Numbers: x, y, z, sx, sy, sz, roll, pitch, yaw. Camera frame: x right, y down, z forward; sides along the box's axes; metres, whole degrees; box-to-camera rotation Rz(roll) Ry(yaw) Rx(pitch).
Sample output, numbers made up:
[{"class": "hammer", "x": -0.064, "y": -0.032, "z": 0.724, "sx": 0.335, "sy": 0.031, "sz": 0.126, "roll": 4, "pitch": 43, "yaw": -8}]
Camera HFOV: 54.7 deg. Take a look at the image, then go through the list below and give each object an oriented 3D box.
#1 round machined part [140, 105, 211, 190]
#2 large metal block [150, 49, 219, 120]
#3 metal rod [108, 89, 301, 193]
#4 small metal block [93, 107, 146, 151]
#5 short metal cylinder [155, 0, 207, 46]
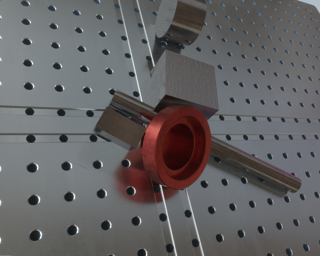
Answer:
[{"class": "round machined part", "x": 0.015, "y": 0.021, "z": 0.374, "sx": 0.099, "sy": 0.042, "sz": 0.097, "roll": -9, "pitch": 103, "yaw": -43}, {"class": "large metal block", "x": 0.033, "y": -0.056, "z": 0.446, "sx": 0.081, "sy": 0.050, "sz": 0.080, "roll": 14, "pitch": 56, "yaw": -21}, {"class": "metal rod", "x": 0.071, "y": 0.024, "z": 0.433, "sx": 0.301, "sy": 0.025, "sz": 0.025, "roll": 25, "pitch": 53, "yaw": -13}, {"class": "small metal block", "x": -0.049, "y": 0.003, "z": 0.362, "sx": 0.050, "sy": 0.050, "sz": 0.025, "roll": 29, "pitch": 76, "yaw": -10}, {"class": "short metal cylinder", "x": 0.032, "y": -0.179, "z": 0.501, "sx": 0.050, "sy": 0.080, "sz": 0.080, "roll": 10, "pitch": 57, "yaw": -23}]
